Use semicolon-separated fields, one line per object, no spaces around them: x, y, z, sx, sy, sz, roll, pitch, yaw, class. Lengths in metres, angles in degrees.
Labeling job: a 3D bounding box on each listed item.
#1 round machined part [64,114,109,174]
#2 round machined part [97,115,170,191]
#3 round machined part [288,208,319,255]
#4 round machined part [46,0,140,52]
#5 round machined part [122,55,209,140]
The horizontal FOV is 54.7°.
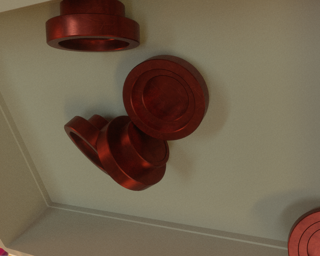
-0.084;0.019;0.435;0.098;0.042;0.098;37;157;19;round machined part
-0.026;0.026;0.390;0.042;0.098;0.098;-35;99;33;round machined part
0.201;0.142;0.360;0.098;0.042;0.097;-2;83;20;round machined part
-0.071;-0.111;0.335;0.098;0.099;0.042;1;95;27;round machined part
0.009;-0.038;0.364;0.098;0.042;0.097;9;118;18;round machined part
